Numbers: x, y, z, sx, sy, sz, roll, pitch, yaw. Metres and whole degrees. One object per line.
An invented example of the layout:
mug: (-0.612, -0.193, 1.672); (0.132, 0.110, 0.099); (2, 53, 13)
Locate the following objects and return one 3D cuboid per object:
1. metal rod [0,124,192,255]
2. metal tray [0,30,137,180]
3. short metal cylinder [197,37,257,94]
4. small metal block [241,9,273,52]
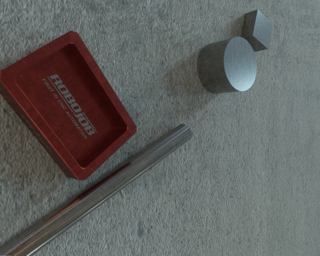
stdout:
metal rod: (-0.069, 0.072, 0.347); (0.302, 0.025, 0.025); (-33, 111, -35)
metal tray: (-0.092, -0.022, 0.324); (0.090, 0.030, 0.130); (-45, 117, -31)
short metal cylinder: (0.103, -0.094, 0.475); (0.081, 0.050, 0.080); (0, 90, -40)
small metal block: (0.171, -0.171, 0.547); (0.050, 0.025, 0.050); (23, 76, -38)
